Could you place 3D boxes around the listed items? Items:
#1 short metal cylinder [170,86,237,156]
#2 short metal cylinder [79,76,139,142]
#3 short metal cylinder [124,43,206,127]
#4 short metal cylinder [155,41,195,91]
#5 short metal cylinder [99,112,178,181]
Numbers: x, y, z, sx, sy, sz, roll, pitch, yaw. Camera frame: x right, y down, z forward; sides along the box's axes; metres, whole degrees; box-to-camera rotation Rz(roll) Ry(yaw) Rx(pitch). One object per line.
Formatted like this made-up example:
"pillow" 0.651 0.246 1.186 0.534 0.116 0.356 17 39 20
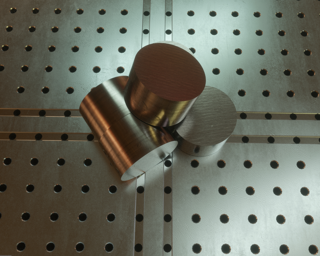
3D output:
"short metal cylinder" 0.054 -0.008 0.401 0.081 0.050 0.080 0 70 0
"short metal cylinder" -0.053 -0.020 0.389 0.080 0.080 0.050 -32 74 -11
"short metal cylinder" 0.004 -0.048 0.348 0.081 0.050 0.080 10 56 -15
"short metal cylinder" 0.009 -0.071 0.423 0.081 0.050 0.080 0 70 0
"short metal cylinder" -0.026 0.020 0.375 0.080 0.080 0.050 -32 74 -11
